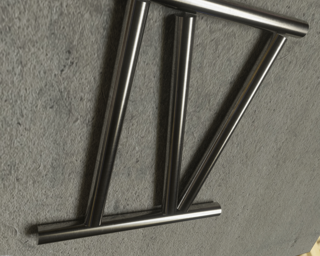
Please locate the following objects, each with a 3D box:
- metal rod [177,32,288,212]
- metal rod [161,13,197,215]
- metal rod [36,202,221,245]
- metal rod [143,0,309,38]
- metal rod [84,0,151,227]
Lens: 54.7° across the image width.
[{"bbox_3d":[0.098,0.002,0.465,0.025,0.025,0.298,14,111,-35],"label":"metal rod"},{"bbox_3d":[0.021,0.002,0.422,0.025,0.025,0.298,-11,123,-23],"label":"metal rod"},{"bbox_3d":[-0.030,0.143,0.481,0.303,0.025,0.025,1,118,-29],"label":"metal rod"},{"bbox_3d":[0.065,-0.140,0.359,0.303,0.025,0.025,1,118,-29],"label":"metal rod"},{"bbox_3d":[-0.058,0.000,0.377,0.025,0.025,0.298,1,118,-29],"label":"metal rod"}]
